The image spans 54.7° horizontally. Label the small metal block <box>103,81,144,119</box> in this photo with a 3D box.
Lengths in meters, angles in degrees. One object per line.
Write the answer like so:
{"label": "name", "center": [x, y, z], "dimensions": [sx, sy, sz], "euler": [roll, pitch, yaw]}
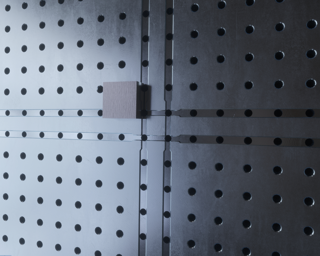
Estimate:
{"label": "small metal block", "center": [-0.051, -0.038, 0.429], "dimensions": [0.050, 0.025, 0.050], "euler": [1, 90, 19]}
